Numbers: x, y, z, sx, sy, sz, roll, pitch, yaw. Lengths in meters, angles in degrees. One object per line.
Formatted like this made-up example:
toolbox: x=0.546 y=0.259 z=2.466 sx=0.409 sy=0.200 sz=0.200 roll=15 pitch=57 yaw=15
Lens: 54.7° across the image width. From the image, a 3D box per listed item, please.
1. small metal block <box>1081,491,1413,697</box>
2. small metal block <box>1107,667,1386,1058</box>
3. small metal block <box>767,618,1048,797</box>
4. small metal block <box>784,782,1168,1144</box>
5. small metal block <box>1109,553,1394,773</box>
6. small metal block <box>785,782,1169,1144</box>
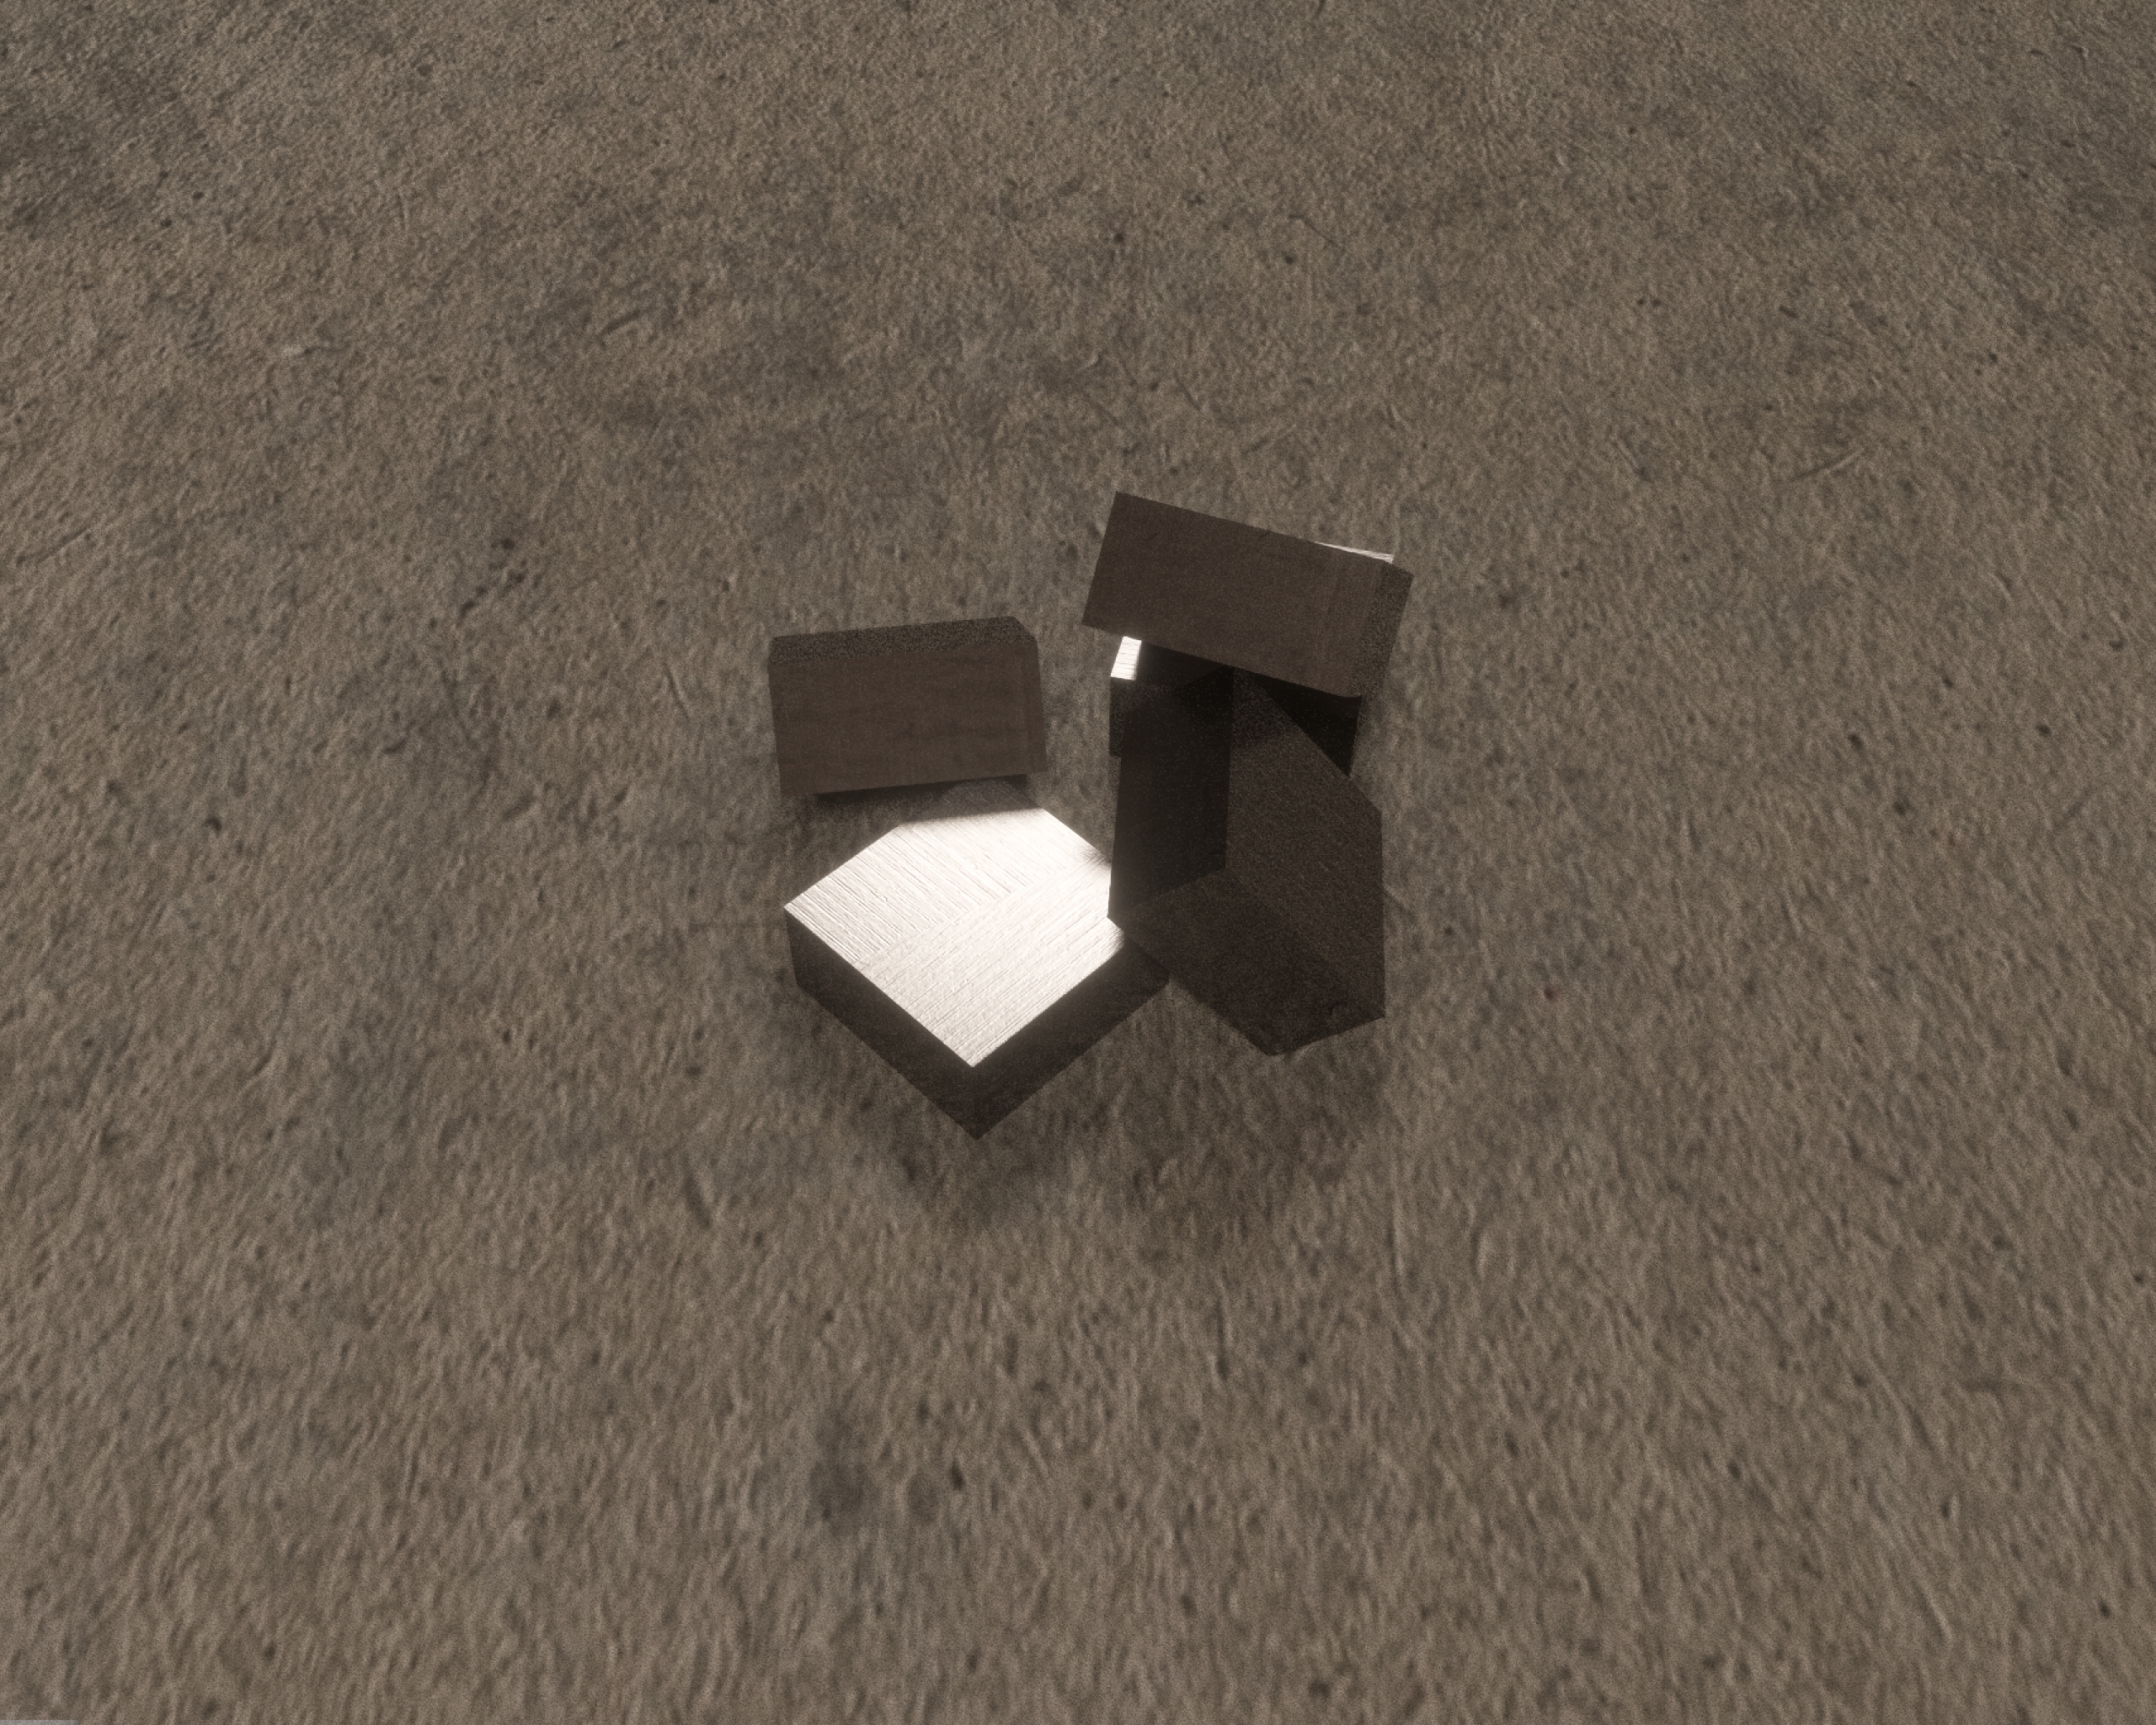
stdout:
small metal block: x=0.034 y=-0.050 z=0.397 sx=0.050 sy=0.025 sz=0.050 roll=17 pitch=9 yaw=13
small metal block: x=0.032 y=0.000 z=0.386 sx=0.025 sy=0.050 sz=0.050 roll=-24 pitch=41 yaw=31
small metal block: x=-0.034 y=-0.032 z=0.415 sx=0.050 sy=0.025 sz=0.050 roll=-6 pitch=13 yaw=-6
small metal block: x=-0.018 y=0.016 z=0.391 sx=0.050 sy=0.025 sz=0.050 roll=37 pitch=59 yaw=27
small metal block: x=0.037 y=-0.044 z=0.442 sx=0.050 sy=0.025 sz=0.050 roll=11 pitch=51 yaw=8
small metal block: x=-0.018 y=0.016 z=0.391 sx=0.050 sy=0.025 sz=0.050 roll=38 pitch=59 yaw=27
